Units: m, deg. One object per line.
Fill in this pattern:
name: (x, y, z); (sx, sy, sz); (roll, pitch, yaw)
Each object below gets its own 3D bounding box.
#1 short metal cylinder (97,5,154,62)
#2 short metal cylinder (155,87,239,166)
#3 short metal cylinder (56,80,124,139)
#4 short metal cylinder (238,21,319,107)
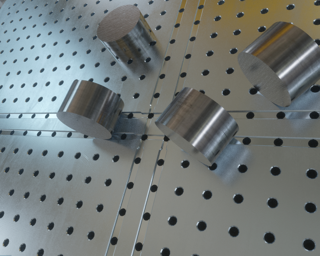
short metal cylinder: (-0.057, -0.158, 0.520); (0.080, 0.050, 0.080); (-13, 56, 21)
short metal cylinder: (0.041, -0.001, 0.352); (0.080, 0.080, 0.050); (33, 80, 38)
short metal cylinder: (-0.097, -0.024, 0.439); (0.080, 0.080, 0.050); (6, 65, 31)
short metal cylinder: (0.134, -0.070, 0.345); (0.050, 0.080, 0.080); (-41, 51, 0)
